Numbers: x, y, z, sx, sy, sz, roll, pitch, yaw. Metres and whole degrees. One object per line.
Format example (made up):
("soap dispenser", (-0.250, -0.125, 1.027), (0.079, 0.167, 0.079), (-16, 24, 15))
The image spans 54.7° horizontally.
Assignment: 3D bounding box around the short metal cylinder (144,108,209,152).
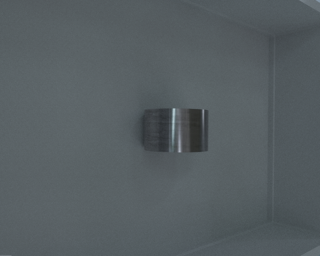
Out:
("short metal cylinder", (0.020, 0.003, 0.390), (0.081, 0.080, 0.050), (1, 90, -40))
